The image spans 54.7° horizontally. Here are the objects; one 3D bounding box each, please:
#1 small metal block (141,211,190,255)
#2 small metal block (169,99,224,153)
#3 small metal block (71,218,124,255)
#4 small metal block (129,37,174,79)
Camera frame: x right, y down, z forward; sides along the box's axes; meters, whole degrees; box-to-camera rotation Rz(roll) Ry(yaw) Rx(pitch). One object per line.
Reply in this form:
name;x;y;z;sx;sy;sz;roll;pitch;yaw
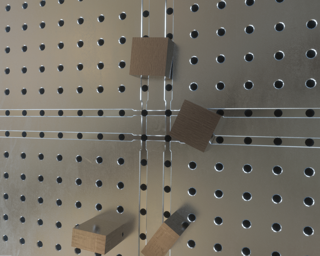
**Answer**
small metal block;0.008;0.140;0.396;0.025;0.050;0.050;38;102;15
small metal block;0.047;-0.003;0.396;0.050;0.025;0.050;27;99;17
small metal block;-0.085;0.148;0.428;0.050;0.050;0.025;5;92;19
small metal block;-0.011;-0.093;0.416;0.050;0.025;0.050;6;92;19
